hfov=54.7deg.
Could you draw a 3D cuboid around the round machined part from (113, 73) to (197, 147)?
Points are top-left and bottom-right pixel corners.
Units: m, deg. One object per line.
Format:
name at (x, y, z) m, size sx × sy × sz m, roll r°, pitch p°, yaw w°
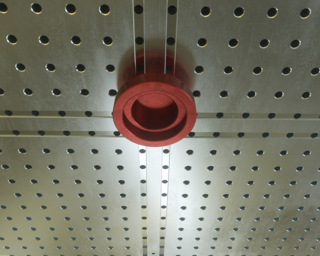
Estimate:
round machined part at (-0.006, -0.026, 0.379) m, size 0.099 × 0.042 × 0.097 m, roll -1°, pitch 130°, yaw 0°
